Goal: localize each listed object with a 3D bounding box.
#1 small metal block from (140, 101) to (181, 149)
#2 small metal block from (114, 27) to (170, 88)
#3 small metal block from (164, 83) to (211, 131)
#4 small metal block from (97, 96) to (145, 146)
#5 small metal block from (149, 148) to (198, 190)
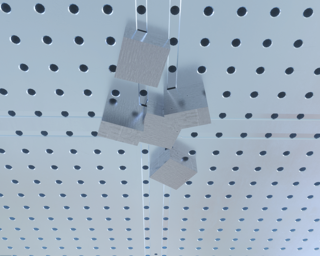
[{"bbox_3d":[-0.001,-0.003,0.409,0.050,0.025,0.050,14,129,-13],"label":"small metal block"},{"bbox_3d":[-0.020,-0.078,0.345,0.050,0.025,0.050,12,129,-11],"label":"small metal block"},{"bbox_3d":[0.032,-0.026,0.373,0.050,0.050,0.025,-11,129,9],"label":"small metal block"},{"bbox_3d":[-0.047,-0.009,0.387,0.050,0.050,0.025,15,128,-12],"label":"small metal block"},{"bbox_3d":[0.020,0.061,0.463,0.050,0.025,0.050,29,124,-23],"label":"small metal block"}]
